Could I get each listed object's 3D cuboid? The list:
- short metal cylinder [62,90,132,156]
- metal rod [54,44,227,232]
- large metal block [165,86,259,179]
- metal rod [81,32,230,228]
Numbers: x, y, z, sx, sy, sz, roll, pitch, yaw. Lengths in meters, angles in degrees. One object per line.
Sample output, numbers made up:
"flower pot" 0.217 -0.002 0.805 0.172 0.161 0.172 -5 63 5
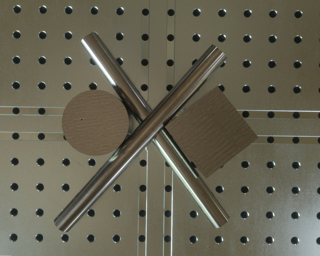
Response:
"short metal cylinder" -0.078 -0.006 0.396 0.081 0.050 0.079 0 90 0
"metal rod" -0.029 0.019 0.388 0.025 0.025 0.299 42 98 0
"large metal block" 0.062 0.005 0.397 0.080 0.050 0.080 -38 90 0
"metal rod" -0.006 0.003 0.409 0.025 0.025 0.299 -36 90 0
